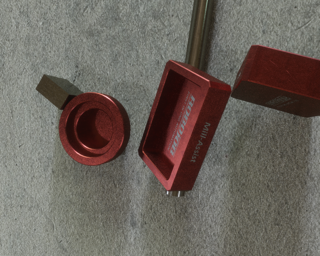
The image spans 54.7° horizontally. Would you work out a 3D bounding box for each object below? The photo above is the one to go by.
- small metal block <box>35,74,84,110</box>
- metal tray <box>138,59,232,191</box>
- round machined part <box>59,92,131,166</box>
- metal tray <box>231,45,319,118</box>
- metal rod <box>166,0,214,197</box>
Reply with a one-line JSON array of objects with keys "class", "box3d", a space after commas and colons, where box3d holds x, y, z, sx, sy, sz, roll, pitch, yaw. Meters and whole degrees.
[{"class": "small metal block", "box3d": [-0.138, -0.049, 0.443, 0.050, 0.050, 0.025, 38, 102, 16]}, {"class": "metal tray", "box3d": [0.022, -0.004, 0.359, 0.090, 0.030, 0.129, 44, 121, 51]}, {"class": "round machined part", "box3d": [-0.085, 0.001, 0.428, 0.098, 0.042, 0.097, 1, 92, 18]}, {"class": "metal tray", "box3d": [0.122, -0.039, 0.302, 0.090, 0.130, 0.030, 17, 92, 9]}, {"class": "metal rod", "box3d": [0.041, -0.062, 0.393, 0.025, 0.025, 0.298, 9, 93, 19]}]
